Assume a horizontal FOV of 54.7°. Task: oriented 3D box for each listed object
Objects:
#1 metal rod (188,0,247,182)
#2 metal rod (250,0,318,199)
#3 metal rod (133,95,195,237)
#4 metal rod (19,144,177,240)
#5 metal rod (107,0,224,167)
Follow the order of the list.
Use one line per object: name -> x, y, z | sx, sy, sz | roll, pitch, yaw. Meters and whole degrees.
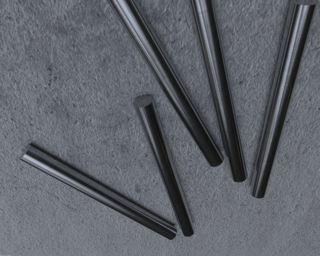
metal rod -> 0.076, -0.036, 0.376 | 0.025, 0.025, 0.299 | -13, 129, 11
metal rod -> 0.149, -0.011, 0.399 | 0.025, 0.025, 0.298 | -2, 130, 2
metal rod -> 0.015, 0.077, 0.472 | 0.025, 0.025, 0.299 | -11, 130, 9
metal rod -> -0.083, 0.114, 0.503 | 0.025, 0.025, 0.301 | -37, 121, 27
metal rod -> 0.011, -0.055, 0.360 | 0.025, 0.025, 0.300 | -22, 127, 17
